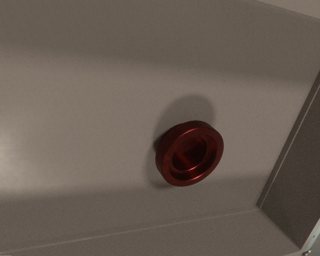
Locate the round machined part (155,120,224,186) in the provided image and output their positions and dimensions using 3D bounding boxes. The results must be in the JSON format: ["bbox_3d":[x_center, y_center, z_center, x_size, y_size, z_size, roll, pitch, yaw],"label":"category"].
[{"bbox_3d":[0.038,0.032,0.440,0.099,0.042,0.097,-14,125,-21],"label":"round machined part"}]
